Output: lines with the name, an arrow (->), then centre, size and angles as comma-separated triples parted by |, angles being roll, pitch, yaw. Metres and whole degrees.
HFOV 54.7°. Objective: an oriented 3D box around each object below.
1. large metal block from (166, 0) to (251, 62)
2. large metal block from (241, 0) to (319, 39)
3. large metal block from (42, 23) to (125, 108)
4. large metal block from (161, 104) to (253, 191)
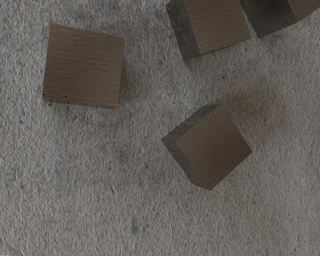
large metal block -> 0.065, -0.144, 0.419 | 0.081, 0.050, 0.080 | -21, 97, -19
large metal block -> 0.165, -0.185, 0.440 | 0.050, 0.080, 0.080 | -35, 102, -16
large metal block -> -0.090, -0.068, 0.362 | 0.081, 0.050, 0.080 | 6, 88, -20
large metal block -> 0.063, 0.024, 0.419 | 0.080, 0.050, 0.080 | -39, 103, -16
